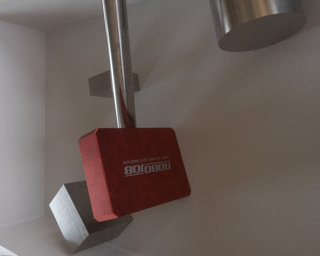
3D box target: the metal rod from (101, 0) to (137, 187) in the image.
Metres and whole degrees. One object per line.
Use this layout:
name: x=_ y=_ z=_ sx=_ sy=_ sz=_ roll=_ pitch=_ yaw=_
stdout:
metal rod: x=-0.044 y=-0.052 z=0.365 sx=0.025 sy=0.025 sz=0.298 roll=24 pitch=129 yaw=37

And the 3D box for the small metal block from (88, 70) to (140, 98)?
small metal block: x=-0.065 y=-0.062 z=0.442 sx=0.050 sy=0.050 sz=0.025 roll=-12 pitch=83 yaw=39

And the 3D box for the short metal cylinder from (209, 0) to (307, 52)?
short metal cylinder: x=0.091 y=-0.112 z=0.295 sx=0.080 sy=0.081 sz=0.050 roll=-16 pitch=80 yaw=38

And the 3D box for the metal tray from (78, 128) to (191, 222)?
metal tray: x=-0.023 y=0.047 z=0.356 sx=0.030 sy=0.131 sz=0.090 roll=-24 pitch=75 yaw=37

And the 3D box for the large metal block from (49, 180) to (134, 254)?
large metal block: x=-0.099 y=0.123 z=0.450 sx=0.050 sy=0.081 sz=0.080 roll=-52 pitch=60 yaw=27
